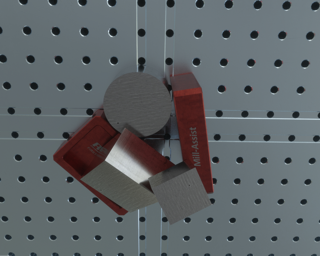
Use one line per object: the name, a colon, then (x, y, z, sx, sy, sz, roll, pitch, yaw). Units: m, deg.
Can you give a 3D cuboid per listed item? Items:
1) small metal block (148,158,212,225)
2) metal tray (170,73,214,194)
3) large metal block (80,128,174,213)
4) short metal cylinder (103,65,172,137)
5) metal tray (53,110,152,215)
small metal block: (0.022, 0.069, 0.339, 0.050, 0.025, 0.050, -26, 109, -3)
metal tray: (0.038, 0.006, 0.381, 0.030, 0.090, 0.129, -9, 110, 3)
large metal block: (-0.040, 0.056, 0.387, 0.080, 0.050, 0.080, 38, 141, -14)
short metal cylinder: (-0.026, -0.035, 0.387, 0.081, 0.050, 0.079, 0, 110, -1)
metal tray: (-0.066, 0.050, 0.427, 0.090, 0.030, 0.130, -41, 106, 13)
